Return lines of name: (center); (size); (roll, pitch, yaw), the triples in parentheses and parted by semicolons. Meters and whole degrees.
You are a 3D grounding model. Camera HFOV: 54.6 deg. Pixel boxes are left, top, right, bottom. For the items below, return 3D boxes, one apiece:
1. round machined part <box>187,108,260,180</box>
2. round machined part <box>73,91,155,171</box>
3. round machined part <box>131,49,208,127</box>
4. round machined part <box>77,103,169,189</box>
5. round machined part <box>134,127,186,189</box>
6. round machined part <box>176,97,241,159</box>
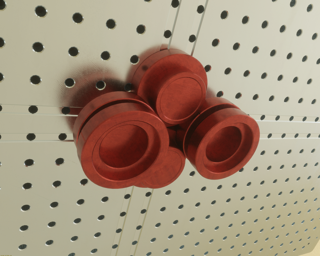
round machined part: (0.079, 0.017, 0.411); (0.099, 0.042, 0.097); (-14, 124, -21)
round machined part: (-0.054, 0.001, 0.370); (0.099, 0.042, 0.097); (-14, 124, -21)
round machined part: (0.017, -0.043, 0.382); (0.099, 0.042, 0.097); (-14, 124, -21)
round machined part: (-0.043, 0.016, 0.344); (0.099, 0.042, 0.097); (-14, 124, -21)
round machined part: (-0.005, 0.043, 0.423); (0.099, 0.042, 0.097); (-14, 124, -21)
round machined part: (0.066, 0.001, 0.435); (0.099, 0.042, 0.097); (-14, 124, -21)
